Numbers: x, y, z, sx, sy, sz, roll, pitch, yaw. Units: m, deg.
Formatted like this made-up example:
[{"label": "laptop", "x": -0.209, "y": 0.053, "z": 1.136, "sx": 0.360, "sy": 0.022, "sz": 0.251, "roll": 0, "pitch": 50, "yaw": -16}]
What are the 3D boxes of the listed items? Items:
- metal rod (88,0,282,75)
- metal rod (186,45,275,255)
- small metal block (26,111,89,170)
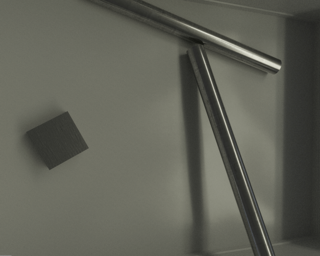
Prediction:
[{"label": "metal rod", "x": 0.042, "y": -0.133, "z": 0.426, "sx": 0.302, "sy": 0.025, "sz": 0.025, "roll": 16, "pitch": 85, "yaw": -20}, {"label": "metal rod", "x": 0.092, "y": 0.032, "z": 0.407, "sx": 0.025, "sy": 0.025, "sz": 0.299, "roll": -14, "pitch": 80, "yaw": -20}, {"label": "small metal block", "x": -0.121, "y": 0.014, "z": 0.366, "sx": 0.050, "sy": 0.025, "sz": 0.050, "roll": -31, "pitch": 100, "yaw": -18}]
